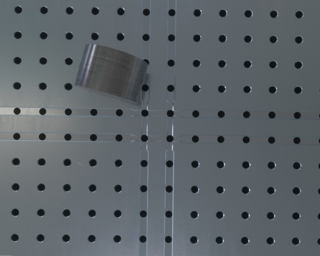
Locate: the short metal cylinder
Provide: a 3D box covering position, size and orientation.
[{"bbox_3d":[-0.060,-0.065,0.385,0.080,0.080,0.050,16,90,0],"label":"short metal cylinder"}]
